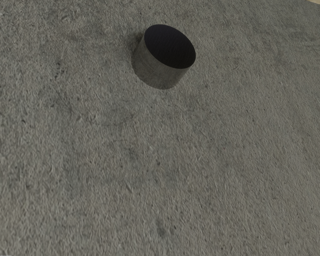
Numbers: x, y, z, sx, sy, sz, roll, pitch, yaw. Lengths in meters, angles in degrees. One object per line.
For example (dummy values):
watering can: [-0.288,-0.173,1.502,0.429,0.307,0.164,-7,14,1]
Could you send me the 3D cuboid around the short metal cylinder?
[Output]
short metal cylinder: [0.005,-0.103,0.453,0.081,0.050,0.080,13,56,-21]
